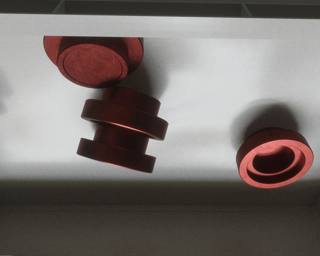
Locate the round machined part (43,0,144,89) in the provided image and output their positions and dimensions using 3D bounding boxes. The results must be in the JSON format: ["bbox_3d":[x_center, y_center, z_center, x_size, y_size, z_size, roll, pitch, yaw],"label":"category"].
[{"bbox_3d":[-0.066,-0.076,0.312,0.099,0.042,0.098,-2,151,-1],"label":"round machined part"}]

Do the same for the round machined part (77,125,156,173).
[{"bbox_3d":[-0.052,0.025,0.396,0.099,0.098,0.042,16,84,-14],"label":"round machined part"}]

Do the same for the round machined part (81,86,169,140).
[{"bbox_3d":[-0.037,-0.018,0.359,0.099,0.098,0.042,17,84,-14],"label":"round machined part"}]

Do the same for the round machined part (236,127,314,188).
[{"bbox_3d":[0.155,0.037,0.432,0.099,0.042,0.097,-1,130,0],"label":"round machined part"}]
